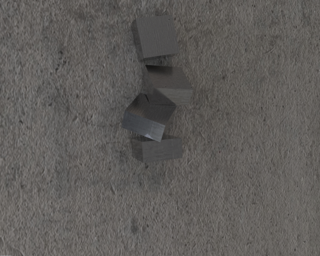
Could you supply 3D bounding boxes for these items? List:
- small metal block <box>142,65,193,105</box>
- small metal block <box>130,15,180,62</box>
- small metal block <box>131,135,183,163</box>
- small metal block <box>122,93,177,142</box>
[{"bbox_3d":[0.008,-0.055,0.397,0.050,0.050,0.025,0,133,-20],"label":"small metal block"},{"bbox_3d":[-0.006,-0.117,0.406,0.050,0.025,0.050,-13,95,-20],"label":"small metal block"},{"bbox_3d":[-0.005,0.025,0.393,0.050,0.050,0.025,-5,95,-20],"label":"small metal block"},{"bbox_3d":[-0.012,-0.014,0.380,0.050,0.050,0.025,21,125,7],"label":"small metal block"}]
